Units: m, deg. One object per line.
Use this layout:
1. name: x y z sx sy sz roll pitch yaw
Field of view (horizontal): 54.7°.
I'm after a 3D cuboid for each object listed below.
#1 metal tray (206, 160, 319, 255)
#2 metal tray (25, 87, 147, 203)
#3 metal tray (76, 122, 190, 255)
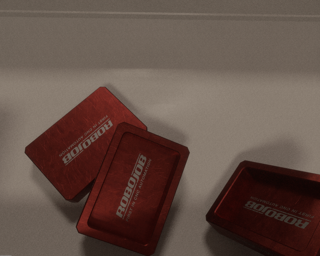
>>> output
1. metal tray: 0.121 0.086 0.327 0.090 0.130 0.030 -51 118 -20
2. metal tray: -0.091 0.019 0.399 0.130 0.030 0.090 -43 76 -14
3. metal tray: -0.030 0.069 0.361 0.090 0.030 0.130 23 78 -8
